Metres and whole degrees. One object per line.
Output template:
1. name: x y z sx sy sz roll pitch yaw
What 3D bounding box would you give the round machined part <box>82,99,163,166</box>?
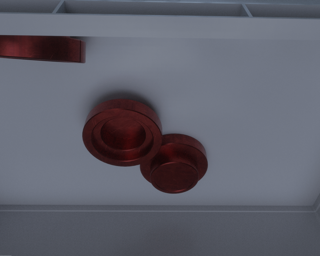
1. round machined part: -0.046 0.002 0.399 0.099 0.042 0.097 -1 130 0

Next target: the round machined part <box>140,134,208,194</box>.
1. round machined part: 0.020 0.058 0.448 0.099 0.042 0.097 -1 130 0

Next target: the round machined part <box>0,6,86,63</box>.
1. round machined part: -0.121 -0.087 0.295 0.099 0.098 0.042 3 100 -3
